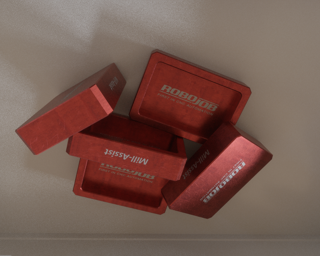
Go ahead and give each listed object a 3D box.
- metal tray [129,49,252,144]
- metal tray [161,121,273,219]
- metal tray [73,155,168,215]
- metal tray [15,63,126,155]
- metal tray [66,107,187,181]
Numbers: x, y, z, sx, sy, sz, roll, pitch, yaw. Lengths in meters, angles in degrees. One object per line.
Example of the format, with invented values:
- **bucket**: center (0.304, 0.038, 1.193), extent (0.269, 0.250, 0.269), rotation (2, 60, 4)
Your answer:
- **metal tray**: center (0.036, -0.035, 0.395), extent (0.131, 0.030, 0.089), rotation (20, 109, -8)
- **metal tray**: center (0.075, 0.061, 0.409), extent (0.090, 0.030, 0.130), rotation (27, 110, -40)
- **metal tray**: center (-0.045, 0.062, 0.428), extent (0.131, 0.030, 0.089), rotation (15, 109, -6)
- **metal tray**: center (-0.089, -0.028, 0.341), extent (0.090, 0.130, 0.030), rotation (-28, 108, 10)
- **metal tray**: center (-0.037, 0.016, 0.379), extent (0.131, 0.090, 0.030), rotation (15, 109, -6)
